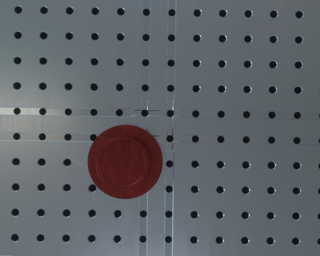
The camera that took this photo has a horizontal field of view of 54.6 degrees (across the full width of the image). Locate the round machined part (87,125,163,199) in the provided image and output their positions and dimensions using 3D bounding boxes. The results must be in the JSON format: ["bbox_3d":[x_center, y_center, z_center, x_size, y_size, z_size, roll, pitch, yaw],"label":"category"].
[{"bbox_3d":[-0.046,0.044,0.405,0.099,0.042,0.097,0,90,0],"label":"round machined part"}]
